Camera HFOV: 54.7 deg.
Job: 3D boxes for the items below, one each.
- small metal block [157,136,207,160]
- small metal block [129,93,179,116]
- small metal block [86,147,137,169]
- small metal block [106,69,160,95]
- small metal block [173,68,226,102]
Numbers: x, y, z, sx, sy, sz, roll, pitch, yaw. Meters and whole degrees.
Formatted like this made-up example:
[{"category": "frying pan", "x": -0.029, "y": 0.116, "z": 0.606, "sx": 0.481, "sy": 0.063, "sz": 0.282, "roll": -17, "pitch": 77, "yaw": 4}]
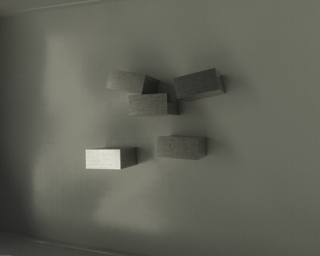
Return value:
[{"category": "small metal block", "x": 0.029, "y": 0.023, "z": 0.387, "sx": 0.050, "sy": 0.050, "sz": 0.025, "roll": 2, "pitch": 91, "yaw": 20}, {"category": "small metal block", "x": -0.006, "y": -0.029, "z": 0.399, "sx": 0.050, "sy": 0.050, "sz": 0.025, "roll": -1, "pitch": 90, "yaw": 20}, {"category": "small metal block", "x": -0.065, "y": 0.040, "z": 0.420, "sx": 0.050, "sy": 0.050, "sz": 0.025, "roll": -2, "pitch": 90, "yaw": 20}, {"category": "small metal block", "x": -0.035, "y": -0.058, "z": 0.409, "sx": 0.050, "sy": 0.050, "sz": 0.025, "roll": 13, "pitch": 95, "yaw": 19}, {"category": "small metal block", "x": 0.050, "y": -0.051, "z": 0.380, "sx": 0.050, "sy": 0.050, "sz": 0.025, "roll": -11, "pitch": 87, "yaw": 19}]
